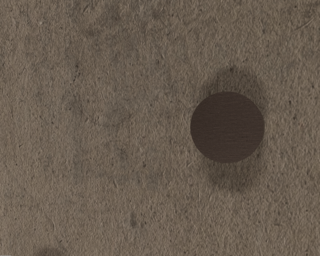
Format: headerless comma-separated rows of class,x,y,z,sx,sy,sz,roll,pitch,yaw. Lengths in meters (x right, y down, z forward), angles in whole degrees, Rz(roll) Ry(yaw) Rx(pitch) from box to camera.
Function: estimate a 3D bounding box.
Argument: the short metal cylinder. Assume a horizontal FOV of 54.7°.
short metal cylinder,0.081,-0.001,0.367,0.080,0.050,0.079,0,90,19
